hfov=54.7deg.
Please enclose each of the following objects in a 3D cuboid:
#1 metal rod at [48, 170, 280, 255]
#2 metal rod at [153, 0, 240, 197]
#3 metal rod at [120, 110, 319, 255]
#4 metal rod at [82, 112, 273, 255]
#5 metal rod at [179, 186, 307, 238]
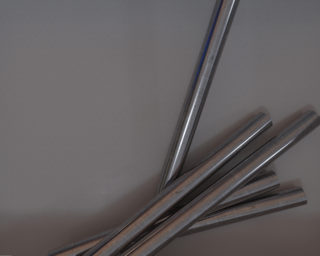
[{"bbox_3d":[0.010,0.115,0.395,0.302,0.025,0.025,-19,90,-6],"label":"metal rod"},{"bbox_3d":[0.043,-0.036,0.373,0.025,0.025,0.298,17,105,0],"label":"metal rod"},{"bbox_3d":[0.084,0.070,0.383,0.301,0.025,0.025,-35,90,-12],"label":"metal rod"},{"bbox_3d":[0.023,0.077,0.381,0.301,0.025,0.025,-37,90,-12],"label":"metal rod"},{"bbox_3d":[0.043,0.127,0.411,0.302,0.025,0.025,-14,90,0],"label":"metal rod"}]
